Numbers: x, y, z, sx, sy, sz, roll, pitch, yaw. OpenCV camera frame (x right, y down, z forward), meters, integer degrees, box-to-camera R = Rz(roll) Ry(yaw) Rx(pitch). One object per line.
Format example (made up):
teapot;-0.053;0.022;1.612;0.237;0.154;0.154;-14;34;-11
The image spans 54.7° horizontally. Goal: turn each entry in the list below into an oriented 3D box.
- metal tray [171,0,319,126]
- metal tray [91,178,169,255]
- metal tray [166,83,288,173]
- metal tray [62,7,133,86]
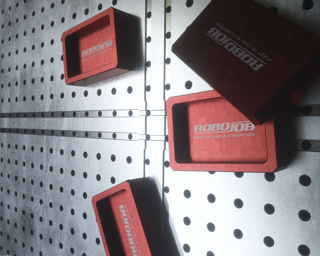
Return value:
metal tray;0.082;-0.076;0.312;0.090;0.030;0.130;-47;54;10
metal tray;-0.044;0.147;0.440;0.090;0.030;0.129;-30;71;35
metal tray;0.069;0.003;0.347;0.130;0.030;0.089;-5;87;39
metal tray;-0.102;-0.122;0.487;0.130;0.030;0.089;-9;85;39
